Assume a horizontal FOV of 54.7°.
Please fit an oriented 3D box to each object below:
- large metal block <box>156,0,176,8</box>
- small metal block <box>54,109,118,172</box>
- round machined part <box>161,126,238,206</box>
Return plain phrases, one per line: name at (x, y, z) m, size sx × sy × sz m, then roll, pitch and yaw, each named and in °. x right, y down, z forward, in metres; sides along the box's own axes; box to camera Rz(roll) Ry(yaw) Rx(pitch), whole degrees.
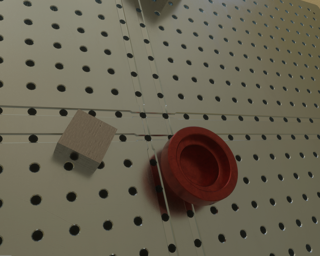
large metal block at (0.009, -0.279, 0.567) m, size 0.080 × 0.050 × 0.080 m, roll 42°, pitch 51°, yaw 1°
small metal block at (-0.084, 0.014, 0.354) m, size 0.050 × 0.025 × 0.050 m, roll 29°, pitch 52°, yaw -10°
round machined part at (0.045, 0.050, 0.391) m, size 0.099 × 0.042 × 0.098 m, roll 14°, pitch 56°, yaw -21°
